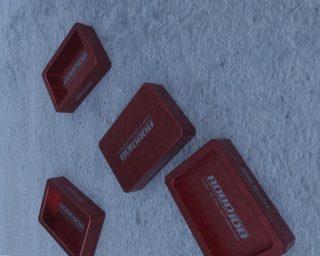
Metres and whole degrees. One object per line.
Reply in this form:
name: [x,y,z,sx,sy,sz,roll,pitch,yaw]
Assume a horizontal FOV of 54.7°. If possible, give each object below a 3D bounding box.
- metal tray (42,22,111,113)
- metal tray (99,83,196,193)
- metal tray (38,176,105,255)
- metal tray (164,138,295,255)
metal tray: [-0.143,-0.097,0.516,0.129,0.030,0.090,-41,65,31]
metal tray: [-0.023,0.015,0.419,0.129,0.030,0.090,-49,61,28]
metal tray: [-0.154,0.151,0.525,0.130,0.030,0.089,28,107,36]
metal tray: [0.070,0.088,0.342,0.090,0.030,0.130,-44,64,31]
